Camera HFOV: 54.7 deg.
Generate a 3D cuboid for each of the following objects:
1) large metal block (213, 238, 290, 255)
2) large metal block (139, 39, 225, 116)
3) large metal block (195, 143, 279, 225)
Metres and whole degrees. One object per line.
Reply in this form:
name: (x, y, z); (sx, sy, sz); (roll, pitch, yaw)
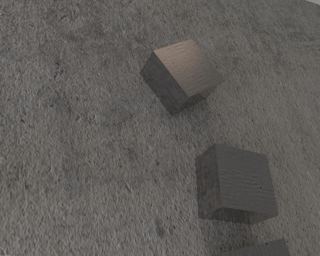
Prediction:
large metal block: (0.105, 0.173, 0.338); (0.081, 0.050, 0.080); (0, 62, -28)
large metal block: (0.032, -0.075, 0.450); (0.081, 0.050, 0.080); (-28, 78, -37)
large metal block: (0.094, 0.073, 0.394); (0.081, 0.050, 0.080); (14, 56, -21)
